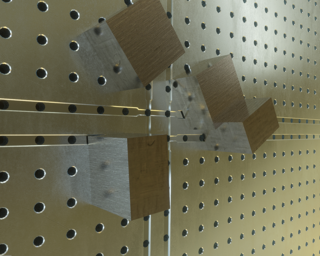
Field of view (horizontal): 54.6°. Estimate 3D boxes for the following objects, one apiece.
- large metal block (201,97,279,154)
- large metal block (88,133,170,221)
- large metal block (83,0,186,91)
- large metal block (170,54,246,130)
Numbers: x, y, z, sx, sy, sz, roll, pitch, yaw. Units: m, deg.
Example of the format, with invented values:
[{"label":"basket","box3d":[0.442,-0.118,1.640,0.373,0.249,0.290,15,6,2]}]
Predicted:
[{"label":"large metal block","box3d":[0.120,-0.005,0.473,0.080,0.080,0.050,-35,112,-34]},{"label":"large metal block","box3d":[-0.036,0.048,0.343,0.050,0.080,0.080,-5,93,-40]},{"label":"large metal block","box3d":[-0.028,-0.101,0.368,0.080,0.050,0.080,-45,117,-30]},{"label":"large metal block","box3d":[0.072,-0.052,0.452,0.080,0.050,0.080,-35,112,-34]}]
